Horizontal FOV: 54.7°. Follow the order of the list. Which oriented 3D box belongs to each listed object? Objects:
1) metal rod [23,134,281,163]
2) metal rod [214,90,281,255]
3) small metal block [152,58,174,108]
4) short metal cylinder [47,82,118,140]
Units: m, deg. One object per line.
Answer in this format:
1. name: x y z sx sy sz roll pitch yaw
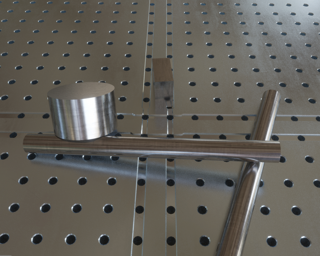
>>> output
1. metal rod: -0.016 0.023 0.369 0.302 0.025 0.025 1 50 8
2. metal rod: 0.103 0.060 0.357 0.025 0.025 0.301 18 52 14
3. small metal block: 0.004 -0.065 0.446 0.025 0.050 0.050 -4 50 -3
4. short metal cylinder: -0.096 -0.024 0.390 0.080 0.050 0.080 -2 22 1
